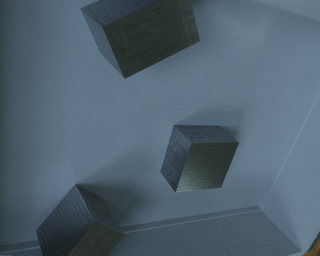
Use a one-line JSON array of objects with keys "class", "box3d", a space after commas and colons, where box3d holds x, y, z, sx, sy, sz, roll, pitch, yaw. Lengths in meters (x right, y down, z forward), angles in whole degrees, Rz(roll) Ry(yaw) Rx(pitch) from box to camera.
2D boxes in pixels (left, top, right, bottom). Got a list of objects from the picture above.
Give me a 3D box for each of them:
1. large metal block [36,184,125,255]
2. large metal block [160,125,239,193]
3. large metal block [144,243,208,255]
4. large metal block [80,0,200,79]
[{"class": "large metal block", "box3d": [-0.103, 0.133, 0.393, 0.080, 0.080, 0.050, -50, 129, -1]}, {"class": "large metal block", "box3d": [0.056, 0.043, 0.449, 0.081, 0.050, 0.079, 1, 118, -29]}, {"class": "large metal block", "box3d": [0.028, 0.237, 0.536, 0.081, 0.050, 0.080, 15, 139, -35]}, {"class": "large metal block", "box3d": [-0.021, -0.100, 0.300, 0.080, 0.080, 0.050, -29, 128, -10]}]
